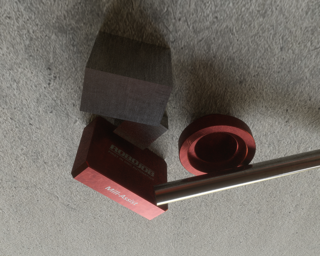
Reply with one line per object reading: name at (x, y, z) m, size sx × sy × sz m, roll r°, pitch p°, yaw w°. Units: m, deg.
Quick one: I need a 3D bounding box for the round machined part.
round machined part at (0.074, 0.020, 0.414) m, size 0.099 × 0.042 × 0.097 m, roll 0°, pitch 130°, yaw 0°

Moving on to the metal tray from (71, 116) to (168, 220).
metal tray at (-0.046, 0.053, 0.409) m, size 0.130 × 0.090 × 0.030 m, roll 37°, pitch 121°, yaw -27°

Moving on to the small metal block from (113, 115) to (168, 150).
small metal block at (-0.025, -0.005, 0.403) m, size 0.050 × 0.025 × 0.050 m, roll 34°, pitch 122°, yaw -26°

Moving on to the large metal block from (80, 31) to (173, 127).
large metal block at (-0.033, -0.053, 0.326) m, size 0.081 × 0.080 × 0.050 m, roll 12°, pitch 129°, yaw -10°

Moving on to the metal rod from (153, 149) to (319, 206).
metal rod at (0.139, 0.056, 0.409) m, size 0.302 × 0.025 × 0.025 m, roll -10°, pitch 131°, yaw -11°
